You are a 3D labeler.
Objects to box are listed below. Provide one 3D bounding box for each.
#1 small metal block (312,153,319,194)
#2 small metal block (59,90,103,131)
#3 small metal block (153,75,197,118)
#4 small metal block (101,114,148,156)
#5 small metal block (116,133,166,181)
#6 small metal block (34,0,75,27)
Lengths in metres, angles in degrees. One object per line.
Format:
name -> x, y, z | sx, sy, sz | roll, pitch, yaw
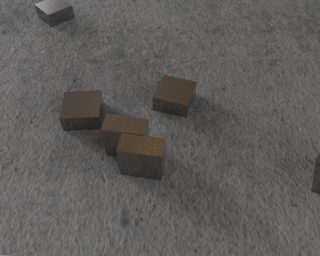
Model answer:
small metal block -> 0.209, 0.056, 0.359 | 0.050, 0.025, 0.050 | 19, 52, 14
small metal block -> -0.105, -0.024, 0.422 | 0.050, 0.025, 0.050 | -2, 50, -3
small metal block -> 0.021, -0.046, 0.442 | 0.050, 0.025, 0.050 | 14, 51, 11
small metal block -> -0.041, 0.011, 0.377 | 0.050, 0.050, 0.025 | 7, 51, 6
small metal block -> -0.021, 0.034, 0.358 | 0.050, 0.050, 0.025 | 7, 51, 6
small metal block -> -0.199, -0.222, 0.587 | 0.050, 0.025, 0.050 | -35, 58, -26
